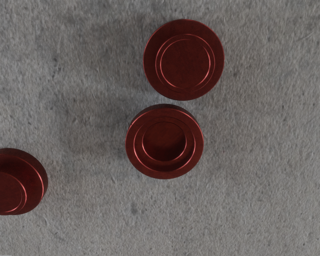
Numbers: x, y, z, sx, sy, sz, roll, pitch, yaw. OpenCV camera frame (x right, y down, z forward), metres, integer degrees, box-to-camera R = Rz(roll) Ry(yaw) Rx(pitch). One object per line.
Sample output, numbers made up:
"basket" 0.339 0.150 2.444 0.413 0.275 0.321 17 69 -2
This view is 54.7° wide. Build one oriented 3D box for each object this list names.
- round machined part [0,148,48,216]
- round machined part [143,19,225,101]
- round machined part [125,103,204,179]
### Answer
"round machined part" -0.211 0.081 0.427 0.099 0.042 0.097 0 110 -1
"round machined part" 0.029 -0.079 0.372 0.099 0.042 0.097 0 110 -1
"round machined part" 0.005 0.014 0.406 0.099 0.042 0.097 0 110 -1
